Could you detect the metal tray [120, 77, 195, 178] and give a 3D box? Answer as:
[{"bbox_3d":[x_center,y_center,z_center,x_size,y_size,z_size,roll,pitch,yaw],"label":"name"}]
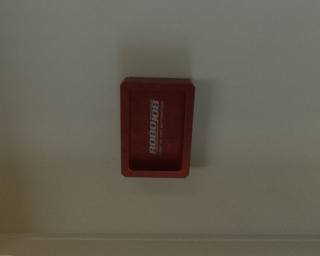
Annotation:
[{"bbox_3d":[-0.005,0.001,0.406,0.091,0.030,0.129,1,110,-2],"label":"metal tray"}]
